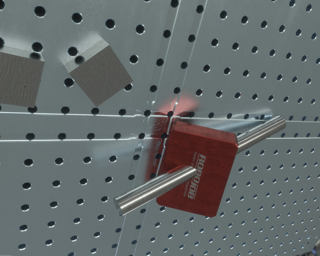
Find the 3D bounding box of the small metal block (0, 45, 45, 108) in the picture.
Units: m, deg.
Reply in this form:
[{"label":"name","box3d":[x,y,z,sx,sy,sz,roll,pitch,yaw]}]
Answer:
[{"label":"small metal block","box3d":[-0.145,-0.051,0.301,0.050,0.025,0.050,8,114,-32]}]

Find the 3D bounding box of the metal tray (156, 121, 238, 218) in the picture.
[{"label":"metal tray","box3d":[0.050,0.061,0.443,0.090,0.030,0.129,13,117,4]}]

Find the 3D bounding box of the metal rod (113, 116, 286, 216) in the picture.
[{"label":"metal rod","box3d":[0.073,0.045,0.450,0.302,0.025,0.025,-23,128,-25]}]

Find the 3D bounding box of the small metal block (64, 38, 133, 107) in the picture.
[{"label":"small metal block","box3d":[-0.066,-0.060,0.338,0.050,0.025,0.050,-37,129,-4]}]
